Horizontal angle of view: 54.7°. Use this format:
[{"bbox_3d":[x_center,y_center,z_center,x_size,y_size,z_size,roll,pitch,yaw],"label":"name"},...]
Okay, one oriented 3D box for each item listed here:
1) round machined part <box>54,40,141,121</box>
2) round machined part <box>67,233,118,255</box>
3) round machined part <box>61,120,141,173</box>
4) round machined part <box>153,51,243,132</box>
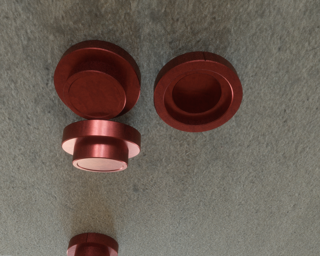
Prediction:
[{"bbox_3d":[-0.072,-0.047,0.355,0.099,0.042,0.097,-1,130,0],"label":"round machined part"},{"bbox_3d":[-0.133,0.250,0.607,0.099,0.042,0.097,-1,130,0],"label":"round machined part"},{"bbox_3d":[-0.074,0.028,0.393,0.099,0.042,0.098,0,157,0],"label":"round machined part"},{"bbox_3d":[0.042,-0.045,0.359,0.099,0.042,0.097,-1,130,0],"label":"round machined part"}]
